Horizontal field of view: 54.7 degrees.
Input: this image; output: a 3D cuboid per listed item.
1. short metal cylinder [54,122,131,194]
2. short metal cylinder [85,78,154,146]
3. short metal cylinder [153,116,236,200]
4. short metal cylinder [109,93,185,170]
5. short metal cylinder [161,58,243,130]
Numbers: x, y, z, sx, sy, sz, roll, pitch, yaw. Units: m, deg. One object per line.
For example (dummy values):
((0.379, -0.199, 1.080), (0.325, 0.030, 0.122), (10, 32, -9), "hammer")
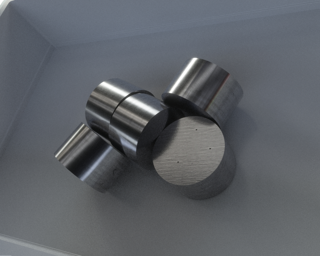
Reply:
((-0.083, 0.037, 0.388), (0.080, 0.080, 0.050), (33, 80, 38), "short metal cylinder")
((-0.049, -0.019, 0.404), (0.050, 0.080, 0.080), (29, 77, 37), "short metal cylinder")
((0.039, 0.034, 0.345), (0.080, 0.050, 0.080), (-13, 56, 20), "short metal cylinder")
((-0.014, 0.004, 0.373), (0.050, 0.080, 0.080), (30, 78, 37), "short metal cylinder")
((0.049, -0.036, 0.364), (0.080, 0.080, 0.050), (26, 76, 36), "short metal cylinder")
